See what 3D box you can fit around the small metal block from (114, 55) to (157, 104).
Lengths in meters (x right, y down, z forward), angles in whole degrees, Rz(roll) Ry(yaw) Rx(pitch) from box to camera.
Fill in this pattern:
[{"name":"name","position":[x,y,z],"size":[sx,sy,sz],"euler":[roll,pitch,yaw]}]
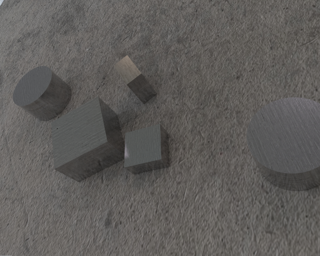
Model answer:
[{"name":"small metal block","position":[-0.035,-0.070,0.449],"size":[0.025,0.050,0.050],"euler":[-38,51,3]}]

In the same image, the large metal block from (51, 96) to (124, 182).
[{"name":"large metal block","position":[-0.099,0.016,0.430],"size":[0.080,0.050,0.080],"euler":[-27,52,11]}]

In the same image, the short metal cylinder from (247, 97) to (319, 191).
[{"name":"short metal cylinder","position":[0.132,0.016,0.308],"size":[0.080,0.050,0.080],"euler":[-13,56,21]}]

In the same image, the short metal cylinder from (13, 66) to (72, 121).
[{"name":"short metal cylinder","position":[-0.200,-0.058,0.529],"size":[0.080,0.050,0.080],"euler":[-13,56,21]}]

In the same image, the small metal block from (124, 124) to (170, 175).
[{"name":"small metal block","position":[-0.017,0.027,0.396],"size":[0.050,0.025,0.050],"euler":[-15,56,19]}]
